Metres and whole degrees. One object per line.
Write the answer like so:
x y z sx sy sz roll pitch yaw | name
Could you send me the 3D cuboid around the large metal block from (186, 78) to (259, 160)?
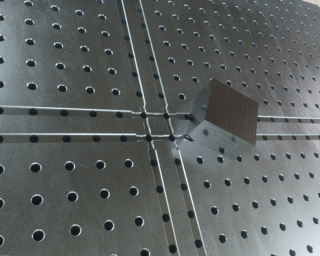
0.091 -0.012 0.448 0.080 0.050 0.080 26 53 -12 | large metal block
